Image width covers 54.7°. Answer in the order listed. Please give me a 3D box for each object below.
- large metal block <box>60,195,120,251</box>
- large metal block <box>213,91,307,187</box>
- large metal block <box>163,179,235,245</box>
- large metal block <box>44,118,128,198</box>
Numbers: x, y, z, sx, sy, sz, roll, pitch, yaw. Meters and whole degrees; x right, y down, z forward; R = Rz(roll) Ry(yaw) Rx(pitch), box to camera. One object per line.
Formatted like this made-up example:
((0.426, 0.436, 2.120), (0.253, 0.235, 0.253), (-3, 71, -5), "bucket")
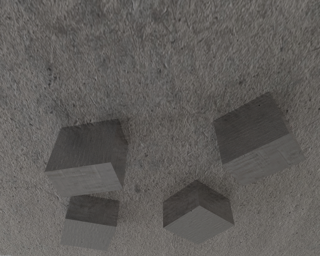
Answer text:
((-0.119, 0.161, 0.526), (0.081, 0.050, 0.079), (13, 129, -11), "large metal block")
((0.119, 0.013, 0.383), (0.080, 0.080, 0.050), (-30, 124, 23), "large metal block")
((0.062, 0.141, 0.511), (0.080, 0.050, 0.080), (34, 122, -26), "large metal block")
((-0.090, 0.038, 0.402), (0.080, 0.080, 0.050), (-9, 130, 7), "large metal block")
